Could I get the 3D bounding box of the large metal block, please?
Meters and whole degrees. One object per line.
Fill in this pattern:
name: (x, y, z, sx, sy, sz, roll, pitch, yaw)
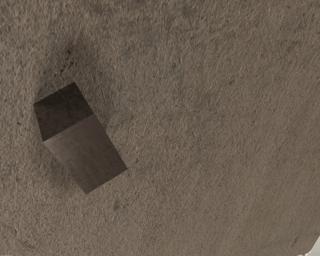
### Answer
large metal block: (-0.085, 0.009, 0.331, 0.050, 0.080, 0.080, -31, 129, -9)
